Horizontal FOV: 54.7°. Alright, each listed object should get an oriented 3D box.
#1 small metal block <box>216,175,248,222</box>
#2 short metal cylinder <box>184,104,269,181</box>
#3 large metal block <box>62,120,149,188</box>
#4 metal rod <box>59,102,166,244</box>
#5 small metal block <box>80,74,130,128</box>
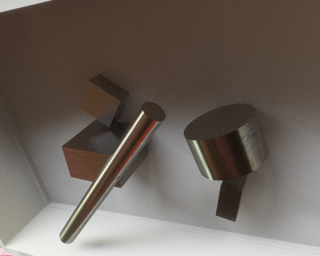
[{"bbox_3d":[0.093,0.080,0.393,0.025,0.050,0.050,15,124,20],"label":"small metal block"},{"bbox_3d":[0.073,0.014,0.342,0.080,0.080,0.050,-12,112,33],"label":"short metal cylinder"},{"bbox_3d":[-0.072,0.031,0.429,0.080,0.080,0.050,7,122,24],"label":"large metal block"},{"bbox_3d":[-0.075,0.077,0.390,0.025,0.025,0.298,38,129,2],"label":"metal rod"},{"bbox_3d":[-0.076,-0.037,0.424,0.050,0.025,0.050,33,129,6],"label":"small metal block"}]
